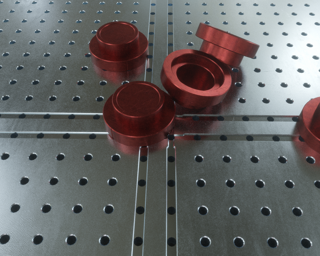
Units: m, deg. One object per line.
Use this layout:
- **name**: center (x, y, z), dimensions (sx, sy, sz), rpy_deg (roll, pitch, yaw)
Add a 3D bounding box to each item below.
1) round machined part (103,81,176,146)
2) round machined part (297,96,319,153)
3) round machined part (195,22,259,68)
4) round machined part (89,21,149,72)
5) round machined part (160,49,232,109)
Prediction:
- **round machined part**: center (-0.028, -0.026, 0.419), dimensions (0.099, 0.042, 0.098), rpy_deg (0, 50, 0)
- **round machined part**: center (0.237, -0.009, 0.405), dimensions (0.099, 0.042, 0.098), rpy_deg (0, 50, 0)
- **round machined part**: center (0.101, -0.127, 0.485), dimensions (0.098, 0.042, 0.098), rpy_deg (19, 21, -7)
- **round machined part**: center (-0.068, -0.141, 0.515), dimensions (0.099, 0.042, 0.098), rpy_deg (0, 50, 0)
- **round machined part**: center (0.048, -0.065, 0.443), dimensions (0.099, 0.042, 0.098), rpy_deg (8, 50, -10)
